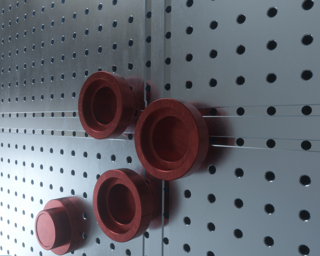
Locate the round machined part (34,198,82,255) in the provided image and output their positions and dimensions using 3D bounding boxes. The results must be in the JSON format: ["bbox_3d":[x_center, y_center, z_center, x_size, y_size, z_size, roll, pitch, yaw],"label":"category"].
[{"bbox_3d":[-0.185,0.176,0.548,0.098,0.042,0.097,0,90,39],"label":"round machined part"}]

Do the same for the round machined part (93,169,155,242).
[{"bbox_3d":[-0.047,0.105,0.435,0.098,0.042,0.097,0,90,39],"label":"round machined part"}]

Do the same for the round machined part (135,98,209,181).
[{"bbox_3d":[0.018,0.013,0.382,0.098,0.042,0.097,0,90,39],"label":"round machined part"}]

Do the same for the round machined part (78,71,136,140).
[{"bbox_3d":[-0.074,-0.032,0.457,0.098,0.042,0.097,0,90,39],"label":"round machined part"}]
